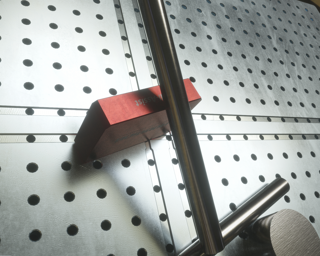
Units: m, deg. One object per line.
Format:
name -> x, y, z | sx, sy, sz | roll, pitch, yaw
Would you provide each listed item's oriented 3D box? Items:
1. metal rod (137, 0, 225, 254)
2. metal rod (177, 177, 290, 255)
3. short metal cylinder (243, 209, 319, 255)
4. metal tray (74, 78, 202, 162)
metal rod -> 0.020, -0.015, 0.317 | 0.025, 0.025, 0.298 | -19, 97, -35
metal rod -> 0.067, 0.131, 0.365 | 0.302, 0.025, 0.025 | -23, 74, -36
short metal cylinder -> 0.152, 0.147, 0.387 | 0.081, 0.050, 0.080 | 14, 56, -21
metal tray -> -0.025, -0.010, 0.360 | 0.131, 0.090, 0.030 | -19, 72, -36
